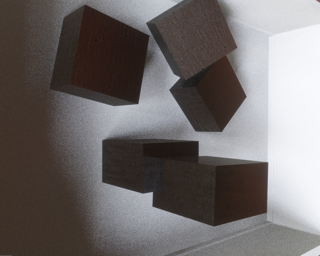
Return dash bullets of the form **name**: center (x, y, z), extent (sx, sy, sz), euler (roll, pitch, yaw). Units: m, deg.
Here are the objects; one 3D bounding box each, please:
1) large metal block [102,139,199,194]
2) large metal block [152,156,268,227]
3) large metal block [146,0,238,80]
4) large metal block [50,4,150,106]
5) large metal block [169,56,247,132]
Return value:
- **large metal block**: center (-0.012, 0.040, 0.363), extent (0.081, 0.080, 0.050), euler (0, 91, -40)
- **large metal block**: center (0.050, 0.057, 0.310), extent (0.081, 0.080, 0.050), euler (3, 89, -40)
- **large metal block**: center (0.041, -0.121, 0.405), extent (0.080, 0.050, 0.080), euler (-33, 114, -3)
- **large metal block**: center (-0.064, -0.073, 0.338), extent (0.081, 0.050, 0.080), euler (14, 81, -39)
- **large metal block**: center (0.073, -0.051, 0.454), extent (0.080, 0.050, 0.080), euler (-50, 120, -29)
